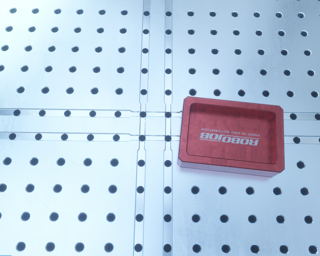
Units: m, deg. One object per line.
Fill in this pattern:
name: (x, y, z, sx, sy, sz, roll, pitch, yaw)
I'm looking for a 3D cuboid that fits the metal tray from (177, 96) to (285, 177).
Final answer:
metal tray: (0.092, 0.011, 0.406, 0.131, 0.030, 0.090, 6, 70, 2)
